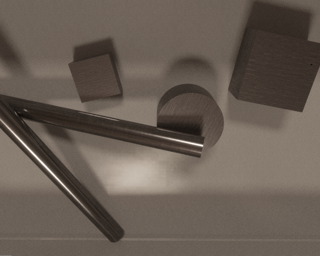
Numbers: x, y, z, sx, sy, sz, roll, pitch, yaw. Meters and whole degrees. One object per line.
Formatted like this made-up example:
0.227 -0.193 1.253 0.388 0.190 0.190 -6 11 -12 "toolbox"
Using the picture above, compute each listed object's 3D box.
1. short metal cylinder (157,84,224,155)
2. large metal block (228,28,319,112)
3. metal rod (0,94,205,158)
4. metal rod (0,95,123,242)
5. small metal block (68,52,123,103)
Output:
0.036 -0.012 0.394 0.081 0.050 0.079 0 110 -1 "short metal cylinder"
0.137 -0.071 0.374 0.081 0.050 0.079 11 110 -5 "large metal block"
-0.097 -0.008 0.374 0.301 0.025 0.025 12 110 8 "metal rod"
-0.139 0.052 0.402 0.025 0.025 0.299 -28 118 9 "metal rod"
-0.079 -0.064 0.387 0.050 0.025 0.050 -13 110 4 "small metal block"
